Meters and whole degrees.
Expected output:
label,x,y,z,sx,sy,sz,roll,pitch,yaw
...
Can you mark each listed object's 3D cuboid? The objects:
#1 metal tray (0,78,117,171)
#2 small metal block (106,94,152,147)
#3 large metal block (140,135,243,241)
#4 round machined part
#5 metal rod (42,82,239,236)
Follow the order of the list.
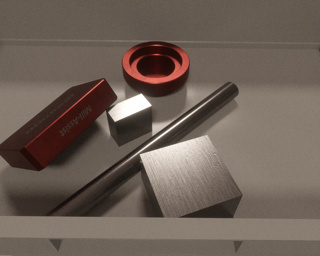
label,x,y,z,sx,sy,sz,roll,pitch,yaw
metal tray,-0.123,-0.007,0.375,0.090,0.030,0.131,-3,37,47
small metal block,-0.038,-0.010,0.396,0.050,0.050,0.025,-26,55,-20
large metal block,0.029,0.063,0.337,0.081,0.050,0.080,-15,52,-13
round machined part,-0.006,-0.084,0.465,0.099,0.042,0.098,0,50,0
metal rod,-0.004,0.022,0.386,0.302,0.025,0.025,-36,59,-27
